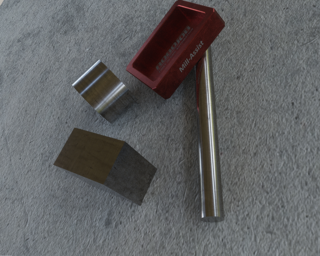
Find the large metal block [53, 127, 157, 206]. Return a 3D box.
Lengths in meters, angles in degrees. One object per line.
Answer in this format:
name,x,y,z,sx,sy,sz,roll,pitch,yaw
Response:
large metal block,-0.063,0.047,0.373,0.080,0.080,0.050,13,69,33

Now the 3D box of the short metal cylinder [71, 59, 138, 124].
short metal cylinder,-0.078,-0.051,0.441,0.050,0.080,0.080,-44,51,-2

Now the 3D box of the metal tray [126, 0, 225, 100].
metal tray,0.018,-0.113,0.437,0.130,0.030,0.090,-52,42,4

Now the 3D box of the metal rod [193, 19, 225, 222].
metal rod,0.058,-0.035,0.394,0.025,0.025,0.299,-12,57,22
